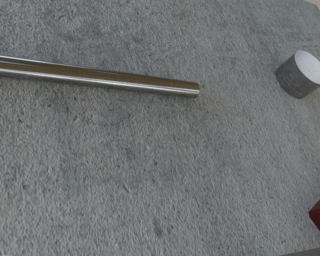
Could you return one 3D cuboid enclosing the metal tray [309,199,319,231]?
[{"bbox_3d":[0.298,0.136,0.481,0.131,0.030,0.090,-25,75,-37],"label":"metal tray"}]

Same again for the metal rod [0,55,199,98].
[{"bbox_3d":[-0.082,-0.065,0.399,0.303,0.025,0.025,3,60,-27],"label":"metal rod"}]

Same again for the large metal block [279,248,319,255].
[{"bbox_3d":[0.152,0.184,0.341,0.081,0.080,0.050,-32,80,-38],"label":"large metal block"}]

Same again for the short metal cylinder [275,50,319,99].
[{"bbox_3d":[0.274,-0.103,0.602,0.081,0.050,0.080,14,56,-21],"label":"short metal cylinder"}]
